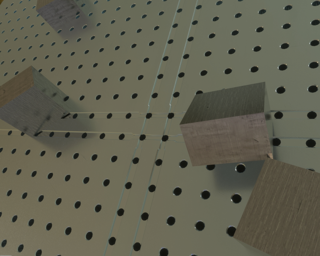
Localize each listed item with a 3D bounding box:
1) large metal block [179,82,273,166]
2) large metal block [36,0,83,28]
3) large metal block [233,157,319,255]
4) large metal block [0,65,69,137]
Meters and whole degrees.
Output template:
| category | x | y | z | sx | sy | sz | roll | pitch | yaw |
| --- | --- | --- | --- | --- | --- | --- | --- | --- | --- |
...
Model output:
| category | x | y | z | sx | sy | sz | roll | pitch | yaw |
| --- | --- | --- | --- | --- | --- | --- | --- | --- | --- |
| large metal block | 0.075 | -0.005 | 0.333 | 0.080 | 0.050 | 0.080 | -8 | 24 | 23 |
| large metal block | -0.216 | -0.278 | 0.673 | 0.080 | 0.050 | 0.080 | -20 | 54 | 16 |
| large metal block | 0.124 | 0.082 | 0.277 | 0.080 | 0.050 | 0.080 | 17 | 71 | 34 |
| large metal block | -0.211 | -0.041 | 0.506 | 0.080 | 0.080 | 0.050 | -31 | 52 | 8 |
